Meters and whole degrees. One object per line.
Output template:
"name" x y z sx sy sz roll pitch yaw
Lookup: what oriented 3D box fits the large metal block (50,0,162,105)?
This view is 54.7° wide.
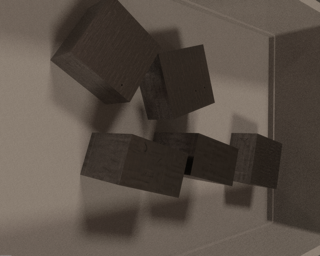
"large metal block" -0.057 -0.083 0.344 0.080 0.050 0.080 41 65 -33

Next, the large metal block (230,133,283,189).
"large metal block" 0.161 0.057 0.528 0.080 0.050 0.080 18 79 -39

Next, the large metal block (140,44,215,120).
"large metal block" 0.020 -0.061 0.409 0.081 0.050 0.079 -22 104 -38

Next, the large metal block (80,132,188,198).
"large metal block" -0.029 0.041 0.348 0.080 0.080 0.050 22 76 -38

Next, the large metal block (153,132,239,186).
"large metal block" 0.043 0.040 0.409 0.080 0.080 0.050 20 77 -39
